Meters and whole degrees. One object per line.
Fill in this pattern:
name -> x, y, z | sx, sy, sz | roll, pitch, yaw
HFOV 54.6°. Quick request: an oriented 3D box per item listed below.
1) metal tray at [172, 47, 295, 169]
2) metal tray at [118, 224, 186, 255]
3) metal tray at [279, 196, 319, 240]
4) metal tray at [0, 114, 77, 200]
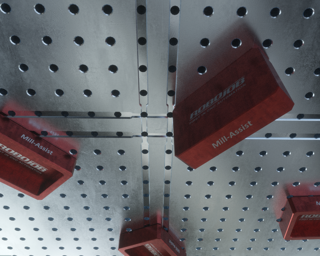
metal tray -> 0.073, -0.022, 0.350 | 0.130, 0.090, 0.030 | -37, 121, 27
metal tray -> -0.012, 0.246, 0.617 | 0.090, 0.030, 0.130 | -21, 127, 16
metal tray -> 0.287, 0.158, 0.544 | 0.131, 0.030, 0.090 | -3, 130, 2
metal tray -> -0.201, 0.047, 0.445 | 0.090, 0.030, 0.130 | -37, 121, 27
